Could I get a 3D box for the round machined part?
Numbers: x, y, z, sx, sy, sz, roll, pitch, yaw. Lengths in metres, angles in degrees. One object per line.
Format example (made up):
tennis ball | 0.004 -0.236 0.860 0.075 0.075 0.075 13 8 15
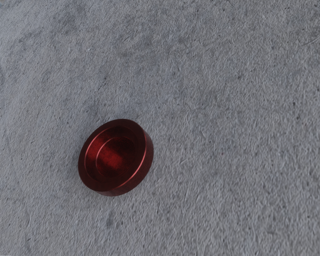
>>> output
round machined part | -0.052 0.040 0.396 0.098 0.042 0.098 -13 56 21
